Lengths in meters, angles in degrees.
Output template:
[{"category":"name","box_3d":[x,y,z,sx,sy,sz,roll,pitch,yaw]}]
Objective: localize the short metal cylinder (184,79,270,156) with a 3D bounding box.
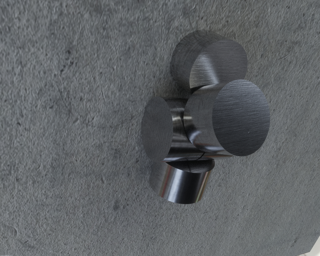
[{"category":"short metal cylinder","box_3d":[0.074,-0.010,0.342,0.081,0.050,0.079,0,90,-29]}]

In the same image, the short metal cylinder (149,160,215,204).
[{"category":"short metal cylinder","box_3d":[0.029,0.059,0.427,0.081,0.080,0.050,0,118,-29]}]

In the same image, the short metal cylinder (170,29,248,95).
[{"category":"short metal cylinder","box_3d":[0.059,-0.075,0.381,0.081,0.050,0.079,-14,125,-21]}]

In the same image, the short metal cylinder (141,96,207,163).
[{"category":"short metal cylinder","box_3d":[0.017,0.002,0.385,0.050,0.080,0.079,1,118,-29]}]

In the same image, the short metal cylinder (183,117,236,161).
[{"category":"short metal cylinder","box_3d":[0.063,0.003,0.410,0.050,0.080,0.079,1,118,-28]}]
